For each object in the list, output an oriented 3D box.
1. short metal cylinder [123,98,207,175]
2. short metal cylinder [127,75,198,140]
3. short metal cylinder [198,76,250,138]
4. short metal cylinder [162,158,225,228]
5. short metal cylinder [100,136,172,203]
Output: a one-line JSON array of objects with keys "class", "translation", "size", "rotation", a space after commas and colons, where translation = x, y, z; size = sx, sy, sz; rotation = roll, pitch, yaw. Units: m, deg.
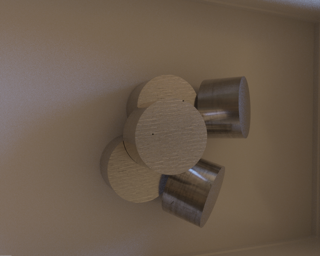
[{"class": "short metal cylinder", "translation": [0.005, 0.009, 0.344], "size": [0.081, 0.050, 0.079], "rotation": [0, 90, -21]}, {"class": "short metal cylinder", "translation": [0.003, -0.025, 0.397], "size": [0.081, 0.050, 0.079], "rotation": [0, 90, -21]}, {"class": "short metal cylinder", "translation": [0.086, -0.026, 0.407], "size": [0.080, 0.050, 0.079], "rotation": [-2, 90, -64]}, {"class": "short metal cylinder", "translation": [0.043, 0.077, 0.390], "size": [0.050, 0.080, 0.080], "rotation": [19, 82, 22]}, {"class": "short metal cylinder", "translation": [-0.030, 0.048, 0.386], "size": [0.081, 0.050, 0.079], "rotation": [0, 90, -21]}]
